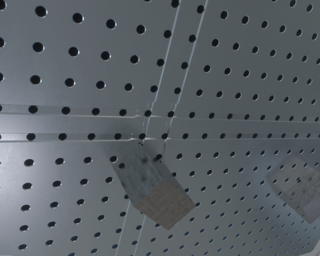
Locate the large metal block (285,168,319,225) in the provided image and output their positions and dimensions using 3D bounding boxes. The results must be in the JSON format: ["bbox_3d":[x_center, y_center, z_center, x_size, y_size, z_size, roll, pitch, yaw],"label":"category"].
[{"bbox_3d":[0.324,0.146,0.661,0.080,0.050,0.080,-40,129,-1],"label":"large metal block"}]

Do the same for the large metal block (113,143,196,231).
[{"bbox_3d":[-0.008,0.079,0.419,0.050,0.080,0.080,-42,129,1],"label":"large metal block"}]
